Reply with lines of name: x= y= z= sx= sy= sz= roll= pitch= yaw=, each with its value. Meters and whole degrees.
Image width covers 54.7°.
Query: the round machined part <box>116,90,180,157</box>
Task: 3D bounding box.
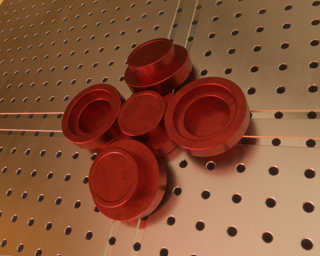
round machined part: x=-0.016 y=-0.011 z=0.410 sx=0.098 sy=0.042 sz=0.098 roll=-13 pitch=56 yaw=20

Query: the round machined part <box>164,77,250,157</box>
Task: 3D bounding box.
round machined part: x=0.058 y=-0.010 z=0.371 sx=0.098 sy=0.042 sz=0.098 roll=-13 pitch=56 yaw=20

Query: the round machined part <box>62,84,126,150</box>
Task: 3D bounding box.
round machined part: x=-0.089 y=-0.013 z=0.450 sx=0.098 sy=0.042 sz=0.098 roll=-13 pitch=56 yaw=20

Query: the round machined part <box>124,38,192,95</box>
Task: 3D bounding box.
round machined part: x=-0.007 y=-0.091 z=0.441 sx=0.098 sy=0.042 sz=0.098 roll=-16 pitch=41 yaw=15

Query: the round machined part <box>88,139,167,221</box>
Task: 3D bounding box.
round machined part: x=-0.045 y=0.060 z=0.368 sx=0.098 sy=0.042 sz=0.098 roll=-8 pitch=73 yaw=26
